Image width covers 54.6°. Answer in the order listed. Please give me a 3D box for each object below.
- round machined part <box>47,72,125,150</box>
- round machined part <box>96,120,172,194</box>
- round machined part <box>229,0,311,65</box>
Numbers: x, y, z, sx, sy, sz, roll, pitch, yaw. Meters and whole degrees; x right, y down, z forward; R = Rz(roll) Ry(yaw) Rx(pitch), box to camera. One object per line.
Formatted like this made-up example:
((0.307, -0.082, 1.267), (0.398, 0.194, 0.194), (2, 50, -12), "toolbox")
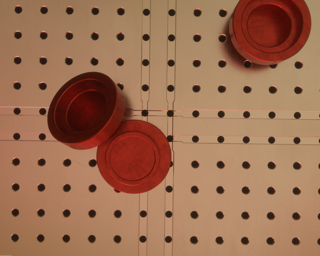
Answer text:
((-0.087, -0.018, 0.390), (0.098, 0.042, 0.098), (-9, 64, 19), "round machined part")
((-0.034, 0.038, 0.405), (0.099, 0.042, 0.097), (0, 90, 0), "round machined part")
((0.139, -0.131, 0.406), (0.099, 0.042, 0.097), (0, 90, 0), "round machined part")
